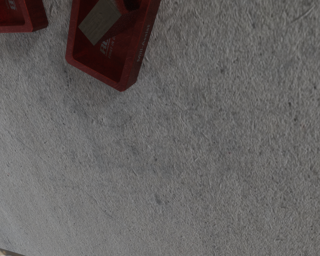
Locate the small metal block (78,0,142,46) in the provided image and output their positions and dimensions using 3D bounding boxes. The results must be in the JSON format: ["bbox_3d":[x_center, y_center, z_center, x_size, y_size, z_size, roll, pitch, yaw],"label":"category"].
[{"bbox_3d":[-0.050,-0.118,0.327,0.050,0.050,0.025,-33,100,38],"label":"small metal block"}]

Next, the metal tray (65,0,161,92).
[{"bbox_3d":[-0.058,-0.118,0.361,0.090,0.030,0.129,29,128,9],"label":"metal tray"}]

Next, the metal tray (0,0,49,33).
[{"bbox_3d":[-0.202,-0.190,0.392,0.090,0.030,0.129,7,122,24],"label":"metal tray"}]
